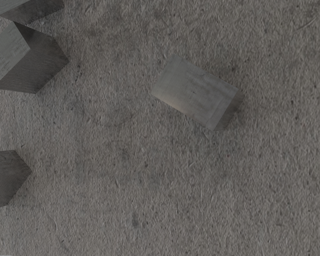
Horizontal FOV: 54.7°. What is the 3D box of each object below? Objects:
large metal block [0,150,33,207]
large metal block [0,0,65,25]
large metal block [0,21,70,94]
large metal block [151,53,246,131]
[{"bbox_3d":[-0.260,0.082,0.472,0.050,0.080,0.080,44,104,15],"label":"large metal block"},{"bbox_3d":[-0.201,-0.213,0.467,0.080,0.050,0.080,-15,85,19],"label":"large metal block"},{"bbox_3d":[-0.196,-0.097,0.449,0.080,0.080,0.050,-38,78,16],"label":"large metal block"},{"bbox_3d":[0.048,-0.039,0.363,0.080,0.080,0.050,33,101,17],"label":"large metal block"}]
